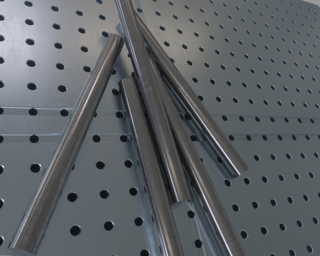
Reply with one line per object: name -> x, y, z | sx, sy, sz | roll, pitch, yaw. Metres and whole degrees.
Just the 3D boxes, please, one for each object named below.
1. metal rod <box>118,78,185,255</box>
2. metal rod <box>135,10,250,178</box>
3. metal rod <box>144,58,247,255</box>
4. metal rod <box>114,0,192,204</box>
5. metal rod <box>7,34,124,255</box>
metal rod -> -0.006, 0.071, 0.361 | 0.025, 0.025, 0.299 | -2, 63, -29
metal rod -> 0.031, -0.059, 0.460 | 0.025, 0.025, 0.299 | -25, 76, -37
metal rod -> 0.036, 0.034, 0.406 | 0.025, 0.025, 0.299 | -12, 68, -33
metal rod -> -0.014, -0.050, 0.412 | 0.025, 0.025, 0.299 | -6, 70, -31
metal rod -> -0.093, -0.008, 0.362 | 0.025, 0.025, 0.300 | 24, 53, -14
